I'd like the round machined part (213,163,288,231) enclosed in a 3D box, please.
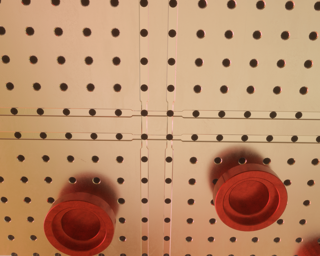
[{"bbox_3d":[0.124,0.093,0.439,0.099,0.042,0.097,0,110,0],"label":"round machined part"}]

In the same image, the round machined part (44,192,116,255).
[{"bbox_3d":[-0.113,0.135,0.453,0.099,0.042,0.097,0,110,0],"label":"round machined part"}]

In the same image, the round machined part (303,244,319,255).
[{"bbox_3d":[0.277,0.233,0.492,0.099,0.042,0.097,0,110,0],"label":"round machined part"}]
